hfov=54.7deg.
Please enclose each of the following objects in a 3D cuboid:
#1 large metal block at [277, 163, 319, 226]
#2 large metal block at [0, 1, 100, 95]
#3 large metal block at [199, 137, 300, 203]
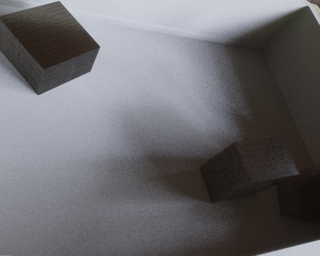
[{"bbox_3d":[0.226,0.096,0.433,0.081,0.080,0.050,18,55,-18],"label":"large metal block"},{"bbox_3d":[-0.135,-0.099,0.377,0.080,0.050,0.080,49,51,6],"label":"large metal block"},{"bbox_3d":[0.111,0.055,0.397,0.081,0.080,0.050,-3,64,-30],"label":"large metal block"}]
